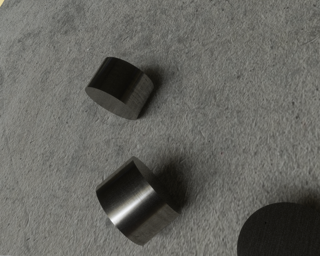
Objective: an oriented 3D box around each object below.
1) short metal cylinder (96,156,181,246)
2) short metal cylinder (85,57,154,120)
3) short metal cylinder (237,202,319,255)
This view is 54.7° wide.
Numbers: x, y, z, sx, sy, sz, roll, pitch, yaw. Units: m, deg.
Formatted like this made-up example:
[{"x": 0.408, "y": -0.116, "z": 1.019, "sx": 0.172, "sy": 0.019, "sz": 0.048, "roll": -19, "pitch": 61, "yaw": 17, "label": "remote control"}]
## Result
[{"x": -0.022, "y": 0.077, "z": 0.333, "sx": 0.050, "sy": 0.080, "sz": 0.080, "roll": -41, "pitch": 51, "yaw": 1, "label": "short metal cylinder"}, {"x": -0.056, "y": -0.053, "z": 0.431, "sx": 0.080, "sy": 0.080, "sz": 0.050, "roll": 17, "pitch": 71, "yaw": 35, "label": "short metal cylinder"}, {"x": 0.111, "y": 0.109, "z": 0.262, "sx": 0.080, "sy": 0.050, "sz": 0.080, "roll": -13, "pitch": 56, "yaw": 21, "label": "short metal cylinder"}]
